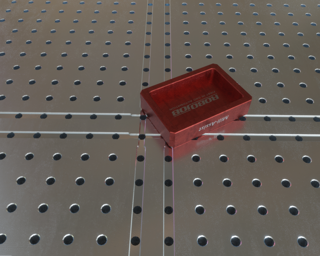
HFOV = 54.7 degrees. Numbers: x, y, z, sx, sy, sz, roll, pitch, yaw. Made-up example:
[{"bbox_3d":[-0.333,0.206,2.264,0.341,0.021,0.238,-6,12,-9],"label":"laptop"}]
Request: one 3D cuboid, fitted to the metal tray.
[{"bbox_3d":[0.049,-0.036,0.435,0.131,0.030,0.090,-23,54,-19],"label":"metal tray"}]
